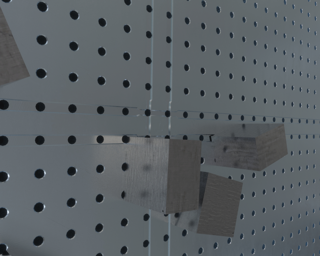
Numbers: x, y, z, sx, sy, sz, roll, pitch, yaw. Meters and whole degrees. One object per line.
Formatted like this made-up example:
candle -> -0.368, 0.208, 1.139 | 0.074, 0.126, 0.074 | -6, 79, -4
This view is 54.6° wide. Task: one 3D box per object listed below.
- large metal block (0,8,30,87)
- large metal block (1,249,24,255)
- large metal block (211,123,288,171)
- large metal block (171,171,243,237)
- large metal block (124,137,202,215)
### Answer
large metal block -> -0.155, -0.067, 0.243 | 0.050, 0.080, 0.080 | -29, 109, -36
large metal block -> -0.125, 0.172, 0.288 | 0.080, 0.050, 0.080 | 40, 66, -33
large metal block -> 0.142, 0.027, 0.490 | 0.081, 0.080, 0.050 | -19, 102, -38
large metal block -> 0.069, 0.109, 0.450 | 0.080, 0.050, 0.080 | 21, 77, -38
large metal block -> 0.002, 0.053, 0.374 | 0.050, 0.080, 0.080 | 5, 87, -40
